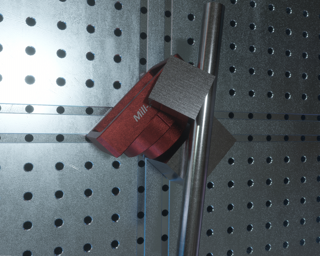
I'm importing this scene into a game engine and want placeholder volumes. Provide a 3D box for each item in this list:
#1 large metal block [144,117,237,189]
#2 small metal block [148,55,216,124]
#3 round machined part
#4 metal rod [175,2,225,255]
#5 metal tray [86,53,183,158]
[{"bbox_3d":[0.036,0.027,0.395,0.050,0.080,0.080,45,76,-15],"label":"large metal block"},{"bbox_3d":[0.021,-0.039,0.317,0.050,0.025,0.050,26,79,0],"label":"small metal block"},{"bbox_3d":[-0.005,-0.001,0.377,0.042,0.098,0.098,44,76,-15],"label":"round machined part"},{"bbox_3d":[0.044,0.011,0.345,0.025,0.025,0.298,7,88,-20],"label":"metal rod"},{"bbox_3d":[-0.027,-0.026,0.369,0.030,0.090,0.130,45,76,-15],"label":"metal tray"}]
